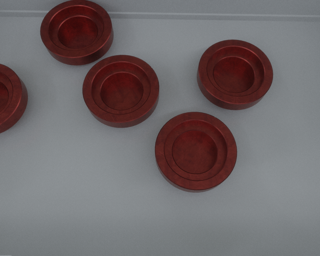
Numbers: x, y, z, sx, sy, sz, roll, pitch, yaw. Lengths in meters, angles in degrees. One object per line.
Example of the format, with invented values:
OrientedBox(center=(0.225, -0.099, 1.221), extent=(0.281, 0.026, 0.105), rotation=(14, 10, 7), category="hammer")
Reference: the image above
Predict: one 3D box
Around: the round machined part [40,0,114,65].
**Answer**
OrientedBox(center=(-0.116, -0.132, 0.448), extent=(0.099, 0.042, 0.098), rotation=(0, 70, -1), category="round machined part")

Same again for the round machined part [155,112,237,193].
OrientedBox(center=(0.043, 0.032, 0.389), extent=(0.099, 0.042, 0.098), rotation=(0, 70, -1), category="round machined part")

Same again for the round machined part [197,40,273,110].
OrientedBox(center=(0.100, -0.069, 0.427), extent=(0.099, 0.042, 0.098), rotation=(0, 70, -1), category="round machined part")

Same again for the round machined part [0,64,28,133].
OrientedBox(center=(-0.225, -0.034, 0.410), extent=(0.099, 0.042, 0.098), rotation=(0, 70, -1), category="round machined part")

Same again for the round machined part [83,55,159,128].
OrientedBox(center=(-0.050, -0.046, 0.417), extent=(0.099, 0.042, 0.098), rotation=(0, 70, -1), category="round machined part")
